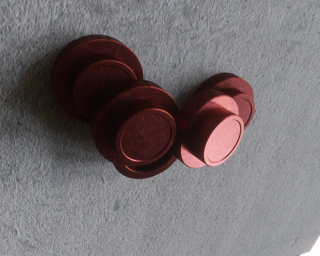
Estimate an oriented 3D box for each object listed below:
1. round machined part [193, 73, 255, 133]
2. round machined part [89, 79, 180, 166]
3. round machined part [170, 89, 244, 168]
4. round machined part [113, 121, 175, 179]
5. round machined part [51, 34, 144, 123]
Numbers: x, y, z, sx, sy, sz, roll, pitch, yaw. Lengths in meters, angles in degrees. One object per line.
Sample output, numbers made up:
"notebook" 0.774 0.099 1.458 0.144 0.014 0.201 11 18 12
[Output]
"round machined part" 0.093 -0.024 0.434 0.099 0.042 0.097 -14 125 -21
"round machined part" -0.022 0.001 0.332 0.099 0.042 0.097 -14 125 -21
"round machined part" 0.062 0.007 0.369 0.099 0.042 0.097 -24 131 -31
"round machined part" -0.020 0.014 0.396 0.099 0.042 0.097 -14 125 -21
"round machined part" -0.063 -0.047 0.334 0.099 0.042 0.097 -14 125 -21
